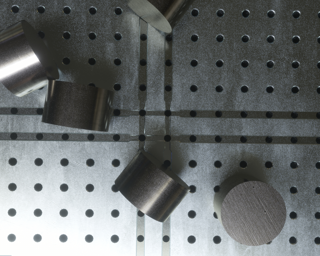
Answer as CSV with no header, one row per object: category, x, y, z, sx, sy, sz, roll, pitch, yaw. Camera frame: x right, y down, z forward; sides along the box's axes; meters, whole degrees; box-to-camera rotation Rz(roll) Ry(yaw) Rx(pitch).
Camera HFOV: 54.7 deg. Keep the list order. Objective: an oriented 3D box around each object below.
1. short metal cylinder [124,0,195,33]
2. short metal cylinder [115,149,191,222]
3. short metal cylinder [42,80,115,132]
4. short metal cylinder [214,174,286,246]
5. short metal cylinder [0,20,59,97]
short metal cylinder,-0.003,-0.165,0.386,0.080,0.080,0.050,36,90,-1
short metal cylinder,-0.009,0.071,0.386,0.080,0.080,0.050,38,90,-1
short metal cylinder,-0.101,-0.026,0.385,0.080,0.080,0.050,9,90,-1
short metal cylinder,0.114,0.104,0.402,0.081,0.050,0.079,0,90,-1
short metal cylinder,-0.169,-0.085,0.384,0.050,0.080,0.080,-26,90,0
